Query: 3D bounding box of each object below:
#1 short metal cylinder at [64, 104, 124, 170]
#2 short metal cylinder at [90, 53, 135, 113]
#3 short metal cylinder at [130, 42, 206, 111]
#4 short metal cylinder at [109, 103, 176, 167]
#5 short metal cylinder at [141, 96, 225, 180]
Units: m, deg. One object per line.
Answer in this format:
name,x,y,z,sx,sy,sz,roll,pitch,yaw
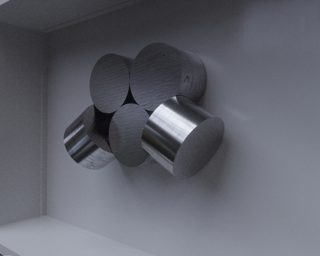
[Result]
short metal cylinder,-0.088,0.013,0.442,0.050,0.081,0.080,-37,67,34
short metal cylinder,-0.053,-0.059,0.432,0.080,0.050,0.080,0,90,40
short metal cylinder,0.009,-0.060,0.381,0.080,0.050,0.080,0,90,40
short metal cylinder,-0.021,0.009,0.406,0.080,0.050,0.080,0,90,40
short metal cylinder,0.026,0.011,0.347,0.050,0.081,0.079,37,113,34
